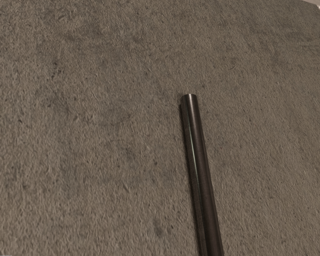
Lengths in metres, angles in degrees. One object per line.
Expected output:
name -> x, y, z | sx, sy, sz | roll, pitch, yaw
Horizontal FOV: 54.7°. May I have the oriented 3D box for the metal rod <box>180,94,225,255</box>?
metal rod -> 0.055, 0.087, 0.381 | 0.025, 0.025, 0.299 | 9, 58, -24
